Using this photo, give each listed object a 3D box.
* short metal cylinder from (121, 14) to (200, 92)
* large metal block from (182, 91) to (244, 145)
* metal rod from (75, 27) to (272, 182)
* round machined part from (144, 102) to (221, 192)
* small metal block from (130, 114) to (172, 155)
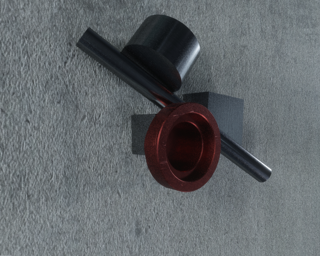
[{"bbox_3d":[0.001,-0.087,0.373,0.080,0.080,0.050,45,63,-31],"label":"short metal cylinder"},{"bbox_3d":[0.077,-0.007,0.458,0.081,0.050,0.080,6,86,-40],"label":"large metal block"},{"bbox_3d":[0.031,-0.017,0.386,0.301,0.025,0.025,36,67,-19],"label":"metal rod"},{"bbox_3d":[0.021,0.020,0.351,0.099,0.042,0.097,-2,93,-40],"label":"round machined part"},{"bbox_3d":[-0.011,0.008,0.383,0.025,0.050,0.050,-3,92,-40],"label":"small metal block"}]
